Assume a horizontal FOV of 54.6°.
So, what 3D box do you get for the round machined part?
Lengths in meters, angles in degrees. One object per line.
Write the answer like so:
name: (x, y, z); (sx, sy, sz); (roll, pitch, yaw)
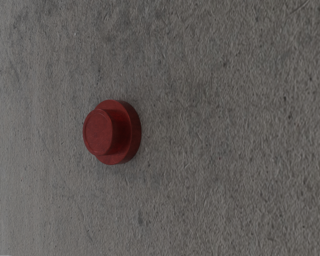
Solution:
round machined part: (-0.077, 0.006, 0.459); (0.098, 0.042, 0.097); (0, 90, 40)
